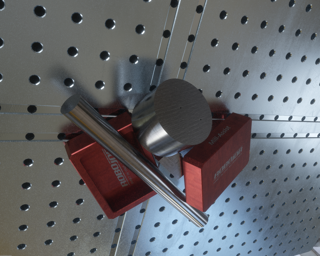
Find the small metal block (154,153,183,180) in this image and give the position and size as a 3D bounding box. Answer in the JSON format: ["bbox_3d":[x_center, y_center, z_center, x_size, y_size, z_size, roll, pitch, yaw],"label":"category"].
[{"bbox_3d":[0.010,0.035,0.417,0.025,0.050,0.050,-42,130,0],"label":"small metal block"}]

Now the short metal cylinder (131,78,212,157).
[{"bbox_3d":[0.014,-0.011,0.364,0.081,0.080,0.050,8,156,-32],"label":"short metal cylinder"}]

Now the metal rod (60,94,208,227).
[{"bbox_3d":[-0.011,0.062,0.400,0.025,0.025,0.300,-42,130,0],"label":"metal rod"}]

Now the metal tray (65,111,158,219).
[{"bbox_3d":[-0.053,0.053,0.406,0.090,0.030,0.129,-28,128,-11],"label":"metal tray"}]

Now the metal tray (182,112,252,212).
[{"bbox_3d":[0.086,0.046,0.446,0.131,0.030,0.089,-37,134,-36],"label":"metal tray"}]
